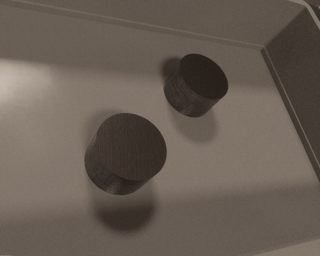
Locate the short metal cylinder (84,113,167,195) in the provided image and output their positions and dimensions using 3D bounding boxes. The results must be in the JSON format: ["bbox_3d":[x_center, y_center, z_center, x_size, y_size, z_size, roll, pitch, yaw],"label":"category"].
[{"bbox_3d":[-0.039,0.030,0.351,0.081,0.050,0.080,14,56,-21],"label":"short metal cylinder"}]

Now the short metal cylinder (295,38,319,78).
[{"bbox_3d":[0.334,-0.146,0.646,0.050,0.080,0.080,-13,69,-34],"label":"short metal cylinder"}]

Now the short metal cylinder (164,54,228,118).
[{"bbox_3d":[0.053,-0.062,0.458,0.081,0.050,0.080,14,56,-21],"label":"short metal cylinder"}]
